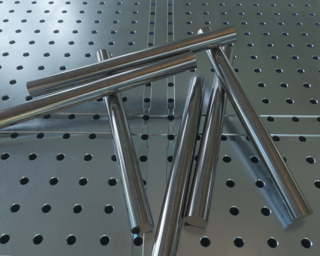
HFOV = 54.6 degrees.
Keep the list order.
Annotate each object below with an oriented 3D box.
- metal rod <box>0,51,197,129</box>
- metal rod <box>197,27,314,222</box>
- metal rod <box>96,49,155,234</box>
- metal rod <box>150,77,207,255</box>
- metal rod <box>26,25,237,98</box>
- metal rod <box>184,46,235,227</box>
[{"bbox_3d":[-0.097,-0.048,0.419,0.301,0.025,0.025,-18,52,-4],"label":"metal rod"},{"bbox_3d":[0.110,-0.027,0.406,0.025,0.025,0.299,-12,58,-10],"label":"metal rod"},{"bbox_3d":[-0.055,-0.007,0.413,0.025,0.025,0.300,-11,51,-9],"label":"metal rod"},{"bbox_3d":[0.026,0.045,0.369,0.025,0.025,0.300,9,51,8],"label":"metal rod"},{"bbox_3d":[-0.041,-0.095,0.443,0.301,0.025,0.025,-15,51,2],"label":"metal rod"},{"bbox_3d":[0.074,-0.013,0.419,0.025,0.025,0.300,11,51,9],"label":"metal rod"}]
